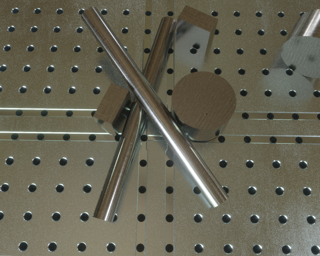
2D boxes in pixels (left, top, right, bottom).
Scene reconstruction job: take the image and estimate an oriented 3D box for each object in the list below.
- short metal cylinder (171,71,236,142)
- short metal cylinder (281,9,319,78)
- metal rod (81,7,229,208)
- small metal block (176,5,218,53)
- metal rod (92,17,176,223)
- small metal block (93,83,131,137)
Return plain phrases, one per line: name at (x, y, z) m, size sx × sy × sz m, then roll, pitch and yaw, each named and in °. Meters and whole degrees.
short metal cylinder at (0.055, -0.027, 0.409) m, size 0.081 × 0.050 × 0.080 m, roll 0°, pitch 70°, yaw 0°
short metal cylinder at (0.216, -0.114, 0.425) m, size 0.080 × 0.080 × 0.050 m, roll 30°, pitch 73°, yaw 10°
metal rod at (-0.011, -0.032, 0.398) m, size 0.025 × 0.025 × 0.299 m, roll -33°, pitch 83°, yaw -11°
small metal block at (0.053, -0.143, 0.451) m, size 0.050 × 0.050 × 0.025 m, roll 28°, pitch 73°, yaw 9°
metal rod at (-0.027, -0.025, 0.420) m, size 0.025 × 0.025 × 0.299 m, roll 15°, pitch 71°, yaw 5°
small metal block at (-0.060, -0.023, 0.406) m, size 0.025 × 0.050 × 0.050 m, roll 22°, pitch 72°, yaw 8°
